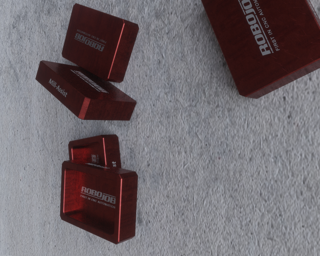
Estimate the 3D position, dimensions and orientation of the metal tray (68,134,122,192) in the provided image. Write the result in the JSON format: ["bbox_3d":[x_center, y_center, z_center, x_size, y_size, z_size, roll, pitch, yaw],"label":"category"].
[{"bbox_3d":[-0.100,0.080,0.484,0.090,0.030,0.129,-11,83,39],"label":"metal tray"}]

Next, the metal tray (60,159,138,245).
[{"bbox_3d":[-0.090,0.098,0.435,0.130,0.030,0.089,5,93,39],"label":"metal tray"}]

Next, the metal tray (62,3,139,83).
[{"bbox_3d":[-0.097,-0.134,0.482,0.130,0.030,0.089,31,109,35],"label":"metal tray"}]

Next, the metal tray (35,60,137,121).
[{"bbox_3d":[-0.108,-0.055,0.452,0.130,0.091,0.030,36,113,34],"label":"metal tray"}]

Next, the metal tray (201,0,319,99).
[{"bbox_3d":[0.104,-0.106,0.315,0.090,0.030,0.129,-29,72,36],"label":"metal tray"}]
